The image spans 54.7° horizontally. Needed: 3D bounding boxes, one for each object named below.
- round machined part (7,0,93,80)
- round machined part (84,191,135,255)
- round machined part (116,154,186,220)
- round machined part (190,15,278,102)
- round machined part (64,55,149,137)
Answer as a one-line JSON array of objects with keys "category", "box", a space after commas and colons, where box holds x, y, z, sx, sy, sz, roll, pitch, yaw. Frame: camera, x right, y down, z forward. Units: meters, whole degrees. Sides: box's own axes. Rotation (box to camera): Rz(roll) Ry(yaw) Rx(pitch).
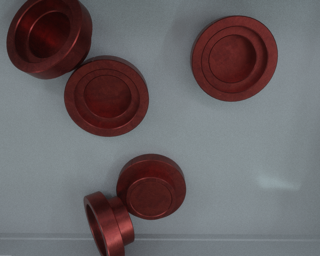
[{"category": "round machined part", "box": [-0.117, -0.100, 0.347, 0.098, 0.042, 0.098, -5, 75, 20]}, {"category": "round machined part", "box": [-0.068, 0.133, 0.428, 0.042, 0.098, 0.097, -17, 112, -25]}, {"category": "round machined part", "box": [-0.012, 0.089, 0.435, 0.099, 0.042, 0.097, 0, 110, -1]}, {"category": "round machined part", "box": [0.085, -0.084, 0.373, 0.099, 0.042, 0.097, 0, 110, -1]}, {"category": "round machined part", "box": [-0.064, -0.042, 0.382, 0.099, 0.042, 0.097, -2, 116, -4]}]
